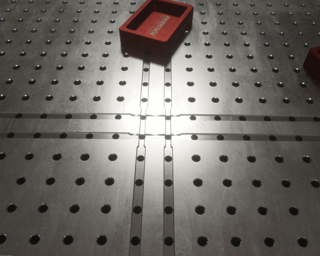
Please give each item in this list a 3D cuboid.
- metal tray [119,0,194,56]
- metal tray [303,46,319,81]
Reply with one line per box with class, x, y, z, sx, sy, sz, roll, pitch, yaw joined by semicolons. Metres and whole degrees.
metal tray;-0.004;-0.188;0.562;0.090;0.030;0.130;20;52;15
metal tray;0.312;-0.101;0.493;0.131;0.030;0.090;-15;52;-13
